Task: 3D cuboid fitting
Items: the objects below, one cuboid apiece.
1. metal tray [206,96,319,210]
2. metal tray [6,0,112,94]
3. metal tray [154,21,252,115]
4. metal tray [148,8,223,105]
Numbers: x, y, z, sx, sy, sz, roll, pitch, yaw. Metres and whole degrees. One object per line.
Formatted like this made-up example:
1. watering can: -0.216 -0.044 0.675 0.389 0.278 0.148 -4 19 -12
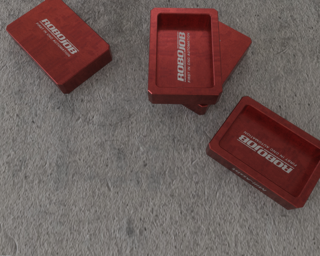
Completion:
1. metal tray: 0.137 0.030 0.395 0.130 0.030 0.090 35 73 11
2. metal tray: -0.145 -0.123 0.449 0.090 0.030 0.130 -42 75 -14
3. metal tray: 0.058 -0.094 0.440 0.090 0.030 0.130 33 73 11
4. metal tray: 0.032 -0.096 0.408 0.091 0.030 0.130 1 70 0
